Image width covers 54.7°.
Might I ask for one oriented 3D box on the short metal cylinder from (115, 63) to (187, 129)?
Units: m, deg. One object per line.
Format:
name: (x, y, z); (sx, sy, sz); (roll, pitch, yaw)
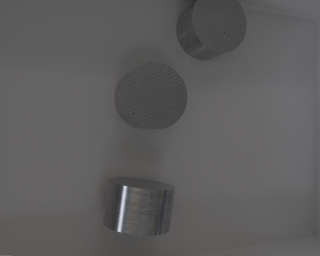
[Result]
short metal cylinder: (-0.012, -0.038, 0.392); (0.081, 0.050, 0.080); (0, 90, -20)

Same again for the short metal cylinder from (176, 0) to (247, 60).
short metal cylinder: (0.069, -0.137, 0.422); (0.081, 0.050, 0.080); (0, 90, -20)

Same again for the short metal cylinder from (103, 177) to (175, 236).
short metal cylinder: (-0.025, 0.091, 0.372); (0.081, 0.080, 0.050); (8, 88, -20)
